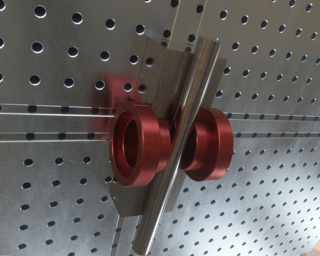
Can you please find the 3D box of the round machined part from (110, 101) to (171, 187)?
[{"bbox_3d":[-0.022,0.018,0.362,0.042,0.098,0.097,2,118,-29],"label":"round machined part"}]

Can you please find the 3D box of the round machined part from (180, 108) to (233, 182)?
[{"bbox_3d":[0.048,0.021,0.402,0.042,0.098,0.097,4,117,-25],"label":"round machined part"}]

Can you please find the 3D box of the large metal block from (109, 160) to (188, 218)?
[{"bbox_3d":[-0.017,0.072,0.430,0.081,0.050,0.079,3,117,-30],"label":"large metal block"}]

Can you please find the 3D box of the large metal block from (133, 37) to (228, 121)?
[{"bbox_3d":[0.022,-0.057,0.371,0.081,0.050,0.079,2,118,-30],"label":"large metal block"}]

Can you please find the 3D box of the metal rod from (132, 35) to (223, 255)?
[{"bbox_3d":[0.013,0.039,0.378,0.025,0.025,0.298,3,117,-30],"label":"metal rod"}]
